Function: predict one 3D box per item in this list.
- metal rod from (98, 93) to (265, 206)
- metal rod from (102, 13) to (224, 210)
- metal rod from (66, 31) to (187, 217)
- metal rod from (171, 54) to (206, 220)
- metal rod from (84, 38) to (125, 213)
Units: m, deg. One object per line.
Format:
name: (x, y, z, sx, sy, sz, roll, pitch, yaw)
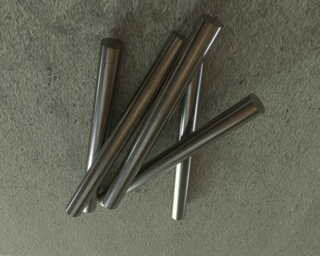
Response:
metal rod: (0.007, 0.045, 0.418, 0.025, 0.025, 0.299, 34, 131, -25)
metal rod: (-0.012, 0.005, 0.376, 0.025, 0.025, 0.298, 19, 126, -16)
metal rod: (-0.053, 0.014, 0.394, 0.025, 0.025, 0.298, 24, 119, -20)
metal rod: (0.035, 0.034, 0.436, 0.025, 0.025, 0.298, 1, 130, -1)
metal rod: (-0.085, 0.021, 0.423, 0.025, 0.025, 0.298, 10, 130, -9)
